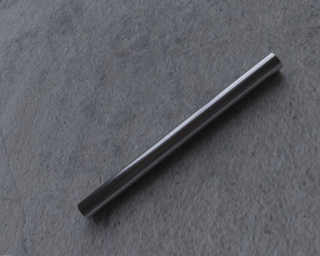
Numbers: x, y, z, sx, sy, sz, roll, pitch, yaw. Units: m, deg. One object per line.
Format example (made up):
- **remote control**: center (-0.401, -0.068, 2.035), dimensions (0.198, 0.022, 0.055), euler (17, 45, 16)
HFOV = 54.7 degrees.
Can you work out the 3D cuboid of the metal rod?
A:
- **metal rod**: center (0.023, 0.011, 0.383), dimensions (0.300, 0.025, 0.025), euler (-38, 51, 2)
